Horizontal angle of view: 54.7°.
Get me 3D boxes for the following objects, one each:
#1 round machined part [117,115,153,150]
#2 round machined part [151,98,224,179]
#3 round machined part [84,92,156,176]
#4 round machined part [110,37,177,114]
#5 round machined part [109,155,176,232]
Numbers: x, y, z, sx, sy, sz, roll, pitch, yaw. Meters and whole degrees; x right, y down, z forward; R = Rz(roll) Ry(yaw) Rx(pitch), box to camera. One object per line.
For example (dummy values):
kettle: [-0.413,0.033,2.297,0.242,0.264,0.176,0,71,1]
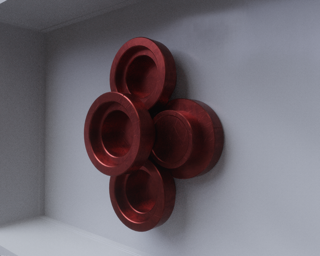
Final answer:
round machined part: [-0.053,0.009,0.435,0.098,0.042,0.097,0,90,39]
round machined part: [0.023,0.013,0.372,0.098,0.042,0.097,0,90,39]
round machined part: [-0.044,0.007,0.373,0.098,0.042,0.097,0,90,39]
round machined part: [-0.017,-0.065,0.405,0.098,0.042,0.097,0,90,39]
round machined part: [-0.018,0.081,0.406,0.098,0.042,0.097,0,90,39]
